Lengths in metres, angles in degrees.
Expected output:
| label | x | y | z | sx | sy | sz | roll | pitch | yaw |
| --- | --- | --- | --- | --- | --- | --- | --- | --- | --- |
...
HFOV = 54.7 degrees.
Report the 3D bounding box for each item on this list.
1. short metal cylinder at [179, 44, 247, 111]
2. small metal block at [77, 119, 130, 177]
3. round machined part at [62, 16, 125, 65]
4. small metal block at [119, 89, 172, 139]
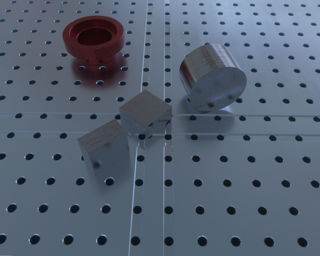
| label | x | y | z | sx | sy | sz | roll | pitch | yaw |
| --- | --- | --- | --- | --- | --- | --- | --- | --- | --- |
| short metal cylinder | 0.072 | -0.069 | 0.431 | 0.081 | 0.080 | 0.050 | -11 | 51 | -9 |
| small metal block | -0.066 | 0.024 | 0.370 | 0.050 | 0.050 | 0.025 | -31 | 57 | -23 |
| round machined part | -0.107 | -0.142 | 0.515 | 0.099 | 0.042 | 0.098 | 0 | 50 | 0 |
| small metal block | -0.019 | -0.020 | 0.424 | 0.050 | 0.025 | 0.050 | 36 | 58 | 26 |
